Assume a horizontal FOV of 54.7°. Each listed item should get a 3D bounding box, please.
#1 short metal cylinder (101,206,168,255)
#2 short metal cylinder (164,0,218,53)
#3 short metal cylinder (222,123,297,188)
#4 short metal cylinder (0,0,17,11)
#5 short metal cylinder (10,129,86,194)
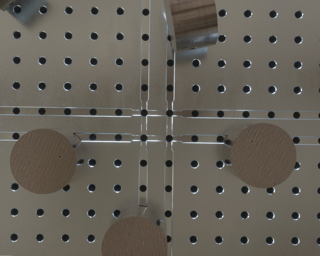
[{"bbox_3d":[-0.031,0.147,0.401,0.081,0.050,0.079,0,90,0],"label":"short metal cylinder"},{"bbox_3d":[0.036,-0.138,0.386,0.050,0.080,0.080,-12,90,0],"label":"short metal cylinder"},{"bbox_3d":[0.126,0.034,0.402,0.081,0.050,0.079,0,90,0],"label":"short metal cylinder"},{"bbox_3d":[-0.208,-0.194,0.384,0.050,0.080,0.080,-43,90,0],"label":"short metal cylinder"},{"bbox_3d":[-0.141,0.040,0.400,0.081,0.050,0.079,0,90,0],"label":"short metal cylinder"}]
